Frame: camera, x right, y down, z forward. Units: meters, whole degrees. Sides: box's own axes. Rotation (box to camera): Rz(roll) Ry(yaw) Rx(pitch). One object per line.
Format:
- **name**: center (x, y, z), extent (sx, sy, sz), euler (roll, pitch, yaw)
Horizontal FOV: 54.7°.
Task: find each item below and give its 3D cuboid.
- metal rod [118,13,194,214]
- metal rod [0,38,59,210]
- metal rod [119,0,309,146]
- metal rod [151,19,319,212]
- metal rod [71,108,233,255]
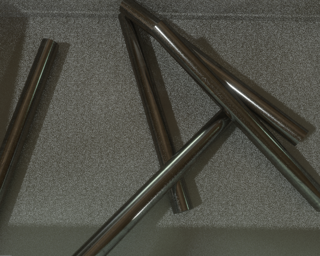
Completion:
- **metal rod**: center (-0.011, -0.035, 0.422), extent (0.025, 0.025, 0.299), euler (-14, 71, -6)
- **metal rod**: center (-0.188, 0.015, 0.401), extent (0.025, 0.025, 0.299), euler (11, 70, 3)
- **metal rod**: center (0.061, -0.082, 0.410), extent (0.300, 0.025, 0.025), euler (41, 75, 14)
- **metal rod**: center (0.099, -0.016, 0.383), extent (0.025, 0.025, 0.300), euler (-42, 88, -14)
- **metal rod**: center (0.022, 0.045, 0.366), extent (0.025, 0.025, 0.301), euler (42, 65, 13)
